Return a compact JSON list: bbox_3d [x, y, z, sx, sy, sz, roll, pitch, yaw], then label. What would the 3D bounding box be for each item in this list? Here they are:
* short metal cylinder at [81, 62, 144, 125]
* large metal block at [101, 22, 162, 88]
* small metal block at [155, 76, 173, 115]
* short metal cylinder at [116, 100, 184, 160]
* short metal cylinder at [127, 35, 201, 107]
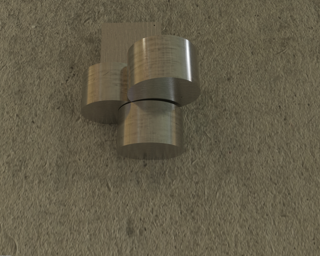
[{"bbox_3d":[-0.058,-0.041,0.396,0.081,0.080,0.050,-2,70,-1],"label":"short metal cylinder"},{"bbox_3d":[-0.038,-0.098,0.433,0.081,0.050,0.080,-2,70,-1],"label":"large metal block"},{"bbox_3d":[0.007,-0.036,0.412,0.025,0.050,0.050,1,70,0],"label":"small metal block"},{"bbox_3d":[-0.012,0.005,0.379,0.081,0.080,0.050,0,70,0],"label":"short metal cylinder"},{"bbox_3d":[0.003,-0.060,0.350,0.081,0.080,0.050,-2,70,-1],"label":"short metal cylinder"}]
